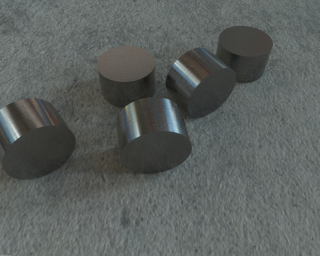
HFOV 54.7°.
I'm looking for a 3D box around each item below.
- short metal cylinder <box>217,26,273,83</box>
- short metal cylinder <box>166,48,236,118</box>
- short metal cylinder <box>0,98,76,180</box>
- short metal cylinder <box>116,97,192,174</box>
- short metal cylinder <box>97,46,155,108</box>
[{"bbox_3d":[0.129,-0.116,0.487,0.081,0.050,0.080,0,50,0],"label":"short metal cylinder"},{"bbox_3d":[0.055,-0.061,0.419,0.081,0.080,0.050,-26,55,-21],"label":"short metal cylinder"},{"bbox_3d":[-0.146,0.013,0.355,0.081,0.080,0.050,-29,56,-22],"label":"short metal cylinder"},{"bbox_3d":[-0.008,0.010,0.359,0.081,0.080,0.050,-8,51,-7],"label":"short metal cylinder"},{"bbox_3d":[-0.047,-0.075,0.449,0.081,0.050,0.080,0,50,0],"label":"short metal cylinder"}]
